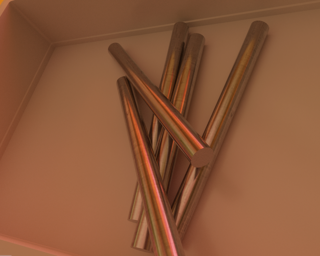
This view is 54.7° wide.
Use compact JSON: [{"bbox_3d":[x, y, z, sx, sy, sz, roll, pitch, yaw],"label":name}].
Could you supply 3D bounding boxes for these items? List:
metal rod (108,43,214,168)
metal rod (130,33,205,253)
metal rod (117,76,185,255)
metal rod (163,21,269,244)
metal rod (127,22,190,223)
[{"bbox_3d":[-0.017,-0.052,0.414,0.025,0.025,0.300,-38,42,2],"label":"metal rod"},{"bbox_3d":[0.018,-0.003,0.386,0.025,0.025,0.300,0,58,28],"label":"metal rod"},{"bbox_3d":[-0.022,0.024,0.362,0.025,0.025,0.300,-30,40,9],"label":"metal rod"},{"bbox_3d":[0.072,-0.008,0.371,0.025,0.025,0.300,14,69,33],"label":"metal rod"},{"bbox_3d":[0.004,-0.025,0.417,0.025,0.025,0.300,-2,61,27],"label":"metal rod"}]
